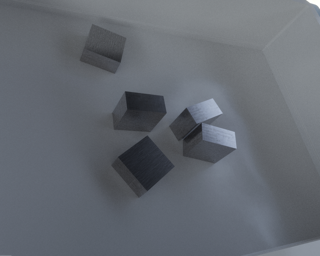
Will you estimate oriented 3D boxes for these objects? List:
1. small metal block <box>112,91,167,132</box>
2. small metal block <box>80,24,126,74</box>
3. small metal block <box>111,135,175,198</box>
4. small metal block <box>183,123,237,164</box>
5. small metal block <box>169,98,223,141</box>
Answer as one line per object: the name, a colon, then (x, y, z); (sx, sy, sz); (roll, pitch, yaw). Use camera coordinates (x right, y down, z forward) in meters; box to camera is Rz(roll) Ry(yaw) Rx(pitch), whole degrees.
small metal block: (-0.027, -0.019, 0.386); (0.050, 0.050, 0.025); (4, 60, -26)
small metal block: (-0.078, -0.110, 0.430); (0.050, 0.025, 0.050); (19, 55, -18)
small metal block: (-0.020, 0.045, 0.367); (0.050, 0.025, 0.050); (49, 51, 6)
small metal block: (0.065, 0.021, 0.411); (0.050, 0.050, 0.025); (15, 56, -20)
small metal block: (0.048, -0.011, 0.422); (0.050, 0.050, 0.025); (-21, 73, -36)
